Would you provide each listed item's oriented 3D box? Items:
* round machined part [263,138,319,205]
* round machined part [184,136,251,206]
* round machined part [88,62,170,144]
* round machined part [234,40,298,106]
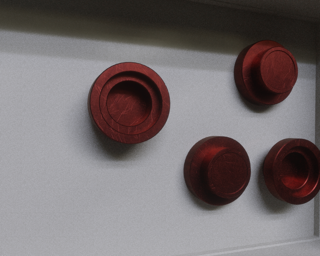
[{"bbox_3d":[0.199,0.064,0.475,0.099,0.042,0.097,0,90,-20],"label":"round machined part"},{"bbox_3d":[0.087,0.060,0.433,0.099,0.042,0.097,0,90,-20],"label":"round machined part"},{"bbox_3d":[-0.040,-0.030,0.386,0.099,0.042,0.097,0,90,-20],"label":"round machined part"},{"bbox_3d":[0.164,-0.083,0.462,0.099,0.042,0.097,0,90,-20],"label":"round machined part"}]
